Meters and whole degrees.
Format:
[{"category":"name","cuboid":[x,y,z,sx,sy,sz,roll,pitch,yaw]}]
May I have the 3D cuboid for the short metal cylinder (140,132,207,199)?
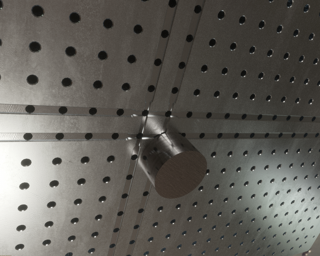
[{"category":"short metal cylinder","cuboid":[0.019,0.053,0.440,0.081,0.050,0.079,-14,124,-21]}]
